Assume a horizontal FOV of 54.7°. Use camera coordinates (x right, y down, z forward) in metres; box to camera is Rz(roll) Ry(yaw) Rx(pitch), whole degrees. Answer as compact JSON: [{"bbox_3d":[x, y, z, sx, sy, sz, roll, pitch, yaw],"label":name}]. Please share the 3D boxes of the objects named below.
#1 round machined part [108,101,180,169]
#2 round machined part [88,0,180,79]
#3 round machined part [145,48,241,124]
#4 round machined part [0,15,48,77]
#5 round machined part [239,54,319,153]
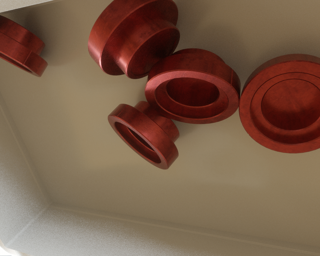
[{"bbox_3d":[-0.015,0.004,0.388,0.098,0.042,0.098,37,162,15],"label":"round machined part"},{"bbox_3d":[-0.019,-0.087,0.312,0.042,0.099,0.097,50,130,14],"label":"round machined part"},{"bbox_3d":[0.036,-0.047,0.331,0.099,0.042,0.098,9,152,5],"label":"round machined part"},{"bbox_3d":[-0.192,-0.110,0.406,0.098,0.098,0.042,26,84,11],"label":"round machined part"},{"bbox_3d":[0.131,-0.026,0.308,0.098,0.042,0.097,9,122,15],"label":"round machined part"}]
